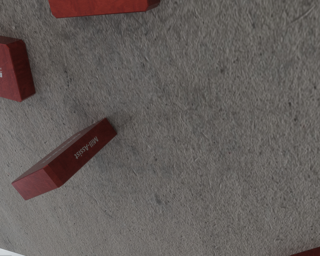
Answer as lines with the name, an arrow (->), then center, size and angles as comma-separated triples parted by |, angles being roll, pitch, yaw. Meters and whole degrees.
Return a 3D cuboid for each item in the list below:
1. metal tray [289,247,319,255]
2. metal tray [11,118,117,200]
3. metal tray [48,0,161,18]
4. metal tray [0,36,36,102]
metal tray -> 0.228, 0.229, 0.425 | 0.130, 0.030, 0.090 | 45, 129, -4
metal tray -> -0.129, 0.040, 0.431 | 0.090, 0.131, 0.030 | -24, 105, 36
metal tray -> -0.070, -0.171, 0.334 | 0.130, 0.030, 0.089 | 6, 121, 25
metal tray -> -0.262, -0.098, 0.481 | 0.130, 0.030, 0.089 | 14, 124, 20
